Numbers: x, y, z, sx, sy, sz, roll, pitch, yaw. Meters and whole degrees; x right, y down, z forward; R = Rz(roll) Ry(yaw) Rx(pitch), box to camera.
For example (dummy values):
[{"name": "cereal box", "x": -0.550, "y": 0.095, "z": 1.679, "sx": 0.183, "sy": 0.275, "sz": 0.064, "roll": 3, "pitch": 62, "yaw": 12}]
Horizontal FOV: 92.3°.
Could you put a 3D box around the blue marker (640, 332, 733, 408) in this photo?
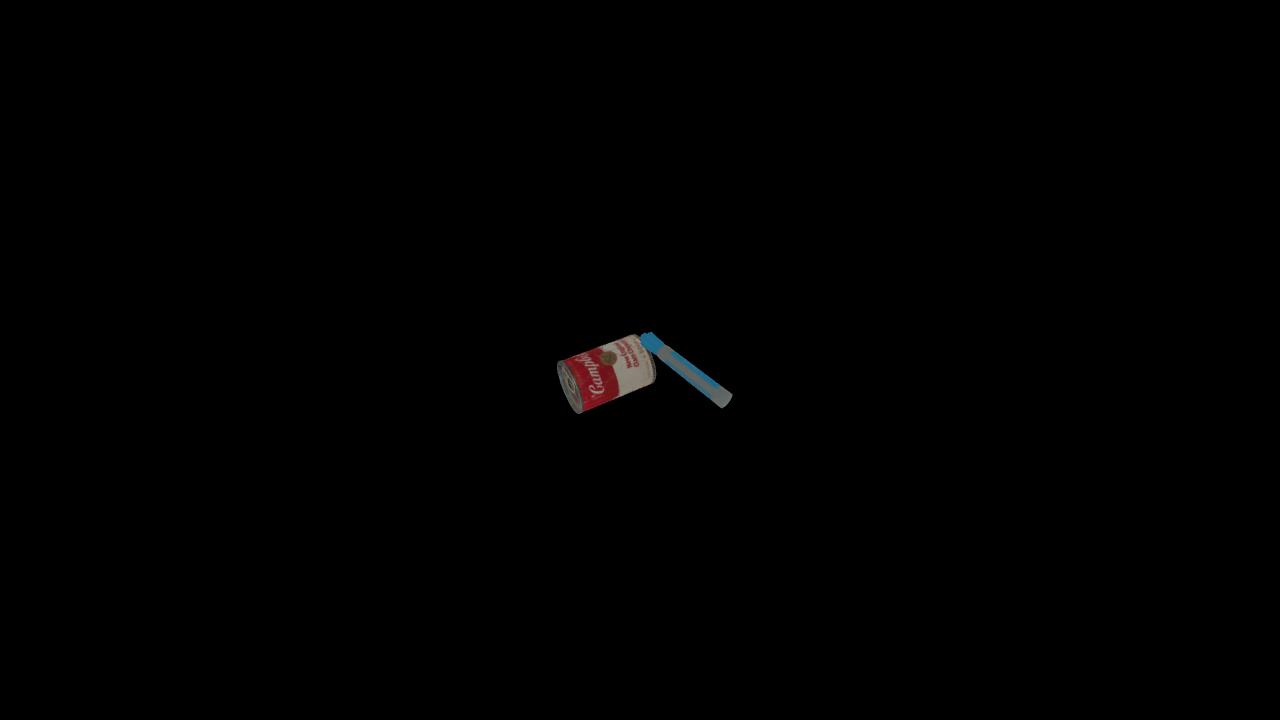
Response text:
[{"name": "blue marker", "x": 0.047, "y": 0.008, "z": 0.659, "sx": 0.121, "sy": 0.020, "sz": 0.020, "roll": 39, "pitch": 17, "yaw": 22}]

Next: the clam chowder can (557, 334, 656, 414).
[{"name": "clam chowder can", "x": -0.040, "y": 0.016, "z": 0.742, "sx": 0.102, "sy": 0.068, "sz": 0.068, "roll": -21, "pitch": 8, "yaw": -21}]
